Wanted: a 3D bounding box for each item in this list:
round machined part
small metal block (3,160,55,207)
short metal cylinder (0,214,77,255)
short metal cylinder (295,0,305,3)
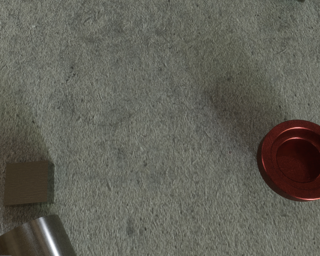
[{"bbox_3d":[0.170,0.042,0.385,0.099,0.042,0.098,0,70,0],"label":"round machined part"},{"bbox_3d":[-0.160,0.069,0.382,0.050,0.025,0.050,-5,70,-2],"label":"small metal block"},{"bbox_3d":[-0.136,0.135,0.329,0.080,0.080,0.050,-29,73,-10],"label":"short metal cylinder"},{"bbox_3d":[0.214,-0.239,0.468,0.050,0.080,0.080,27,72,9],"label":"short metal cylinder"}]
